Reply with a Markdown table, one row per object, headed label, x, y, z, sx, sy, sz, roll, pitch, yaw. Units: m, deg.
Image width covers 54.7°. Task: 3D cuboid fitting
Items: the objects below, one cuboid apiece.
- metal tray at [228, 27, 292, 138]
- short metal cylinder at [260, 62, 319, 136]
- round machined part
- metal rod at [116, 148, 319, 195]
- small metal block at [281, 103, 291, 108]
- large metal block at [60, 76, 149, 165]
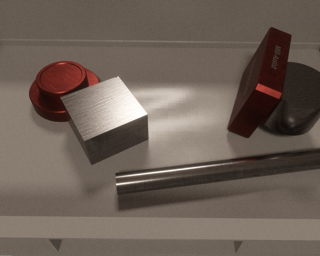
| label | x | y | z | sx | sy | sz | roll | pitch | yaw |
| --- | --- | --- | --- | --- | --- | --- | --- | --- | --- |
| metal tray | 0.133 | -0.061 | 0.413 | 0.030 | 0.089 | 0.130 | 23 | 53 | 3 |
| short metal cylinder | 0.165 | -0.037 | 0.387 | 0.081 | 0.050 | 0.080 | 4 | 51 | -4 |
| round machined part | -0.136 | -0.058 | 0.441 | 0.099 | 0.042 | 0.098 | 0 | 50 | 0 |
| metal rod | 0.101 | 0.047 | 0.366 | 0.302 | 0.025 | 0.025 | -6 | 51 | -6 |
| small metal block | 0.156 | -0.041 | 0.433 | 0.050 | 0.025 | 0.050 | 13 | 52 | -7 |
| large metal block | -0.070 | -0.012 | 0.398 | 0.081 | 0.050 | 0.080 | -24 | 55 | -20 |
